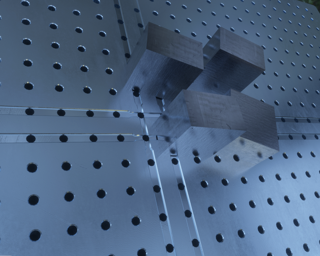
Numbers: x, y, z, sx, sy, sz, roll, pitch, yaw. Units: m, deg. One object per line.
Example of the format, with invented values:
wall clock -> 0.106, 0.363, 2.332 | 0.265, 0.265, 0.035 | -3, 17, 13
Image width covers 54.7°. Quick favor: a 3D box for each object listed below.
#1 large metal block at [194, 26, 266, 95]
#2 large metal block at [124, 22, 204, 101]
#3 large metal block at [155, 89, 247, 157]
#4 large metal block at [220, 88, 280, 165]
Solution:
large metal block -> 0.107, -0.101, 0.495 | 0.080, 0.080, 0.050 | 20, 54, -17
large metal block -> 0.004, -0.088, 0.430 | 0.081, 0.080, 0.050 | 15, 56, -20
large metal block -> 0.050, -0.003, 0.403 | 0.081, 0.080, 0.050 | 4, 60, -26
large metal block -> 0.125, -0.001, 0.463 | 0.081, 0.050, 0.080 | 20, 54, -17
